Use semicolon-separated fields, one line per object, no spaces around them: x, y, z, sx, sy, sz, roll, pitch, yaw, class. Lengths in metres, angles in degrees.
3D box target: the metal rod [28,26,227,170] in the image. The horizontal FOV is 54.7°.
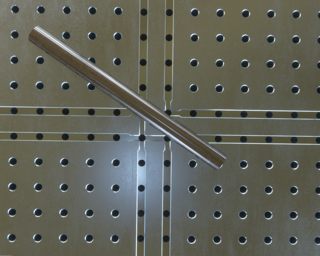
-0.042;-0.039;0.412;0.301;0.025;0.025;35;90;-1;metal rod
